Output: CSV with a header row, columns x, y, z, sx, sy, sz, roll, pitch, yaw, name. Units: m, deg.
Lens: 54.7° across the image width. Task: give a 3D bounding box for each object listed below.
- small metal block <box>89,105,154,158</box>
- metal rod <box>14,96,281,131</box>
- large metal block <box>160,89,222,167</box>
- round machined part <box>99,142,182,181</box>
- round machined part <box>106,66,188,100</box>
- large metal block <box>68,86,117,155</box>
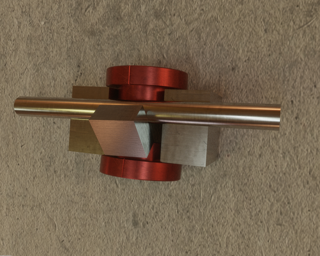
x,y,z,sx,sy,sz,roll,pitch,yaw,name
-0.039,0.003,0.324,0.050,0.025,0.050,2,131,21,small metal block
-0.031,-0.018,0.336,0.301,0.025,0.025,4,91,20,metal rod
0.040,-0.001,0.367,0.050,0.080,0.079,4,92,20,large metal block
-0.022,0.036,0.379,0.098,0.098,0.042,5,87,20,round machined part
-0.016,-0.047,0.377,0.098,0.098,0.042,4,92,20,round machined part
-0.072,-0.010,0.406,0.050,0.080,0.079,5,92,20,large metal block
